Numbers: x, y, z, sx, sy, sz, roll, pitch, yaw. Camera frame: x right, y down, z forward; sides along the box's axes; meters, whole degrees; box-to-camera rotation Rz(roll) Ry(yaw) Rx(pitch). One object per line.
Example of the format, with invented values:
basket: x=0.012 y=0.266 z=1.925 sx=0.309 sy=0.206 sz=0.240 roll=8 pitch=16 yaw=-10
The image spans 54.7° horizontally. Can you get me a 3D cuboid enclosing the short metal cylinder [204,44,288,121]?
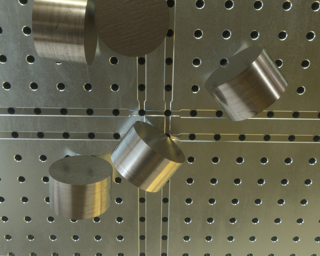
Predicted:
short metal cylinder: x=0.100 y=-0.053 z=0.366 sx=0.080 sy=0.080 sz=0.050 roll=-37 pitch=106 yaw=12

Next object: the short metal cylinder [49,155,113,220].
short metal cylinder: x=-0.104 y=0.076 z=0.411 sx=0.081 sy=0.080 sz=0.050 roll=5 pitch=110 yaw=-2

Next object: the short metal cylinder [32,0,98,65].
short metal cylinder: x=-0.100 y=-0.112 z=0.341 sx=0.050 sy=0.080 sz=0.079 roll=6 pitch=110 yaw=-3

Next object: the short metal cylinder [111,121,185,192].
short metal cylinder: x=-0.015 y=0.035 z=0.397 sx=0.080 sy=0.080 sz=0.050 roll=34 pitch=106 yaw=-12

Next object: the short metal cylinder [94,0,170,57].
short metal cylinder: x=-0.030 y=-0.125 z=0.354 sx=0.081 sy=0.050 sz=0.079 roll=0 pitch=110 yaw=-1
